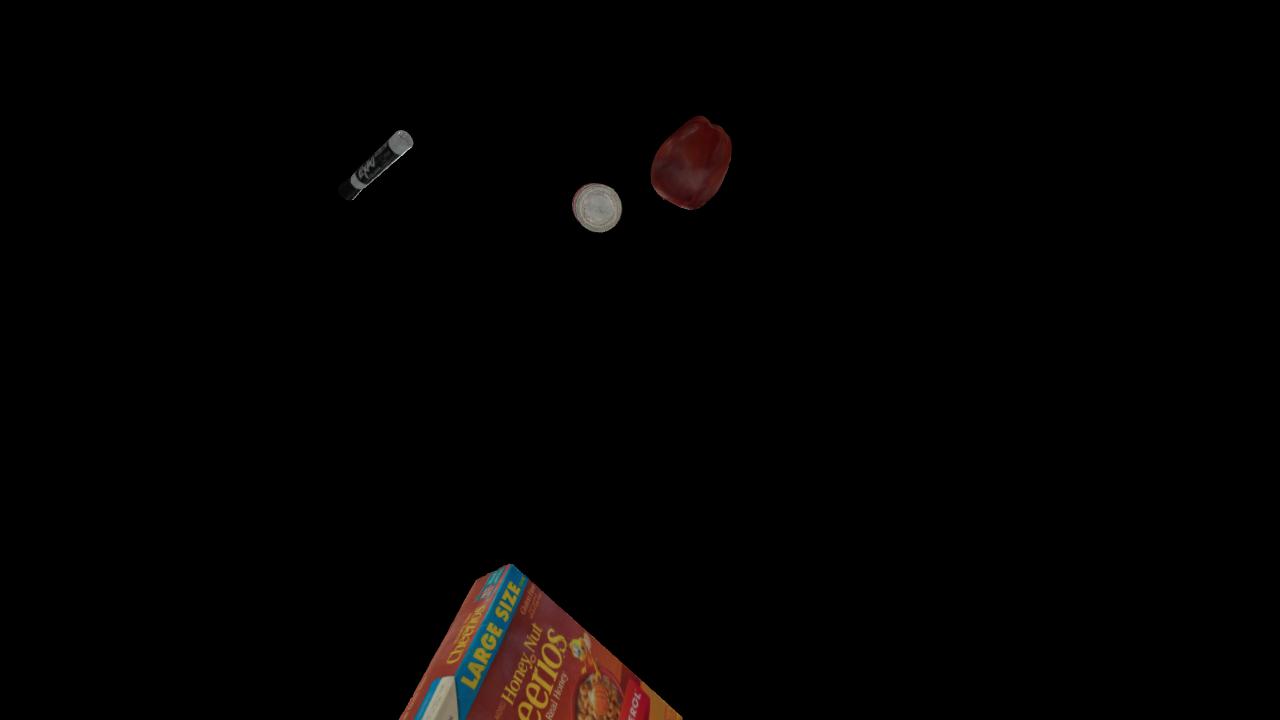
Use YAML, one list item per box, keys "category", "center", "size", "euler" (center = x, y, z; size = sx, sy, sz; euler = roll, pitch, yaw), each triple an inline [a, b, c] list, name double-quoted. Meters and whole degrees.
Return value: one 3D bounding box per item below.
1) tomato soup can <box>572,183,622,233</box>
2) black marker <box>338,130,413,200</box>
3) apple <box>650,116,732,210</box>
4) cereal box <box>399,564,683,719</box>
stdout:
- category: "tomato soup can"
  center: [-0.063, -0.222, 0.890]
  size: [0.068, 0.068, 0.101]
  euler: [0, 16, -8]
- category: "black marker"
  center: [-0.273, -0.196, 0.629]
  size: [0.121, 0.020, 0.020]
  euler: [-21, -13, 35]
- category: "apple"
  center: [0.052, -0.204, 0.643]
  size: [0.079, 0.093, 0.079]
  euler: [27, 30, -17]
- category: "cereal box"
  center: [-0.090, 0.392, 0.638]
  size: [0.081, 0.306, 0.203]
  euler: [-30, 20, 30]
